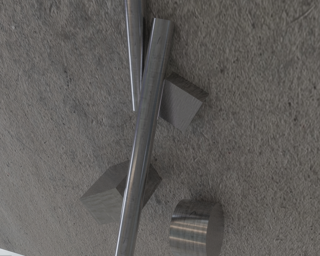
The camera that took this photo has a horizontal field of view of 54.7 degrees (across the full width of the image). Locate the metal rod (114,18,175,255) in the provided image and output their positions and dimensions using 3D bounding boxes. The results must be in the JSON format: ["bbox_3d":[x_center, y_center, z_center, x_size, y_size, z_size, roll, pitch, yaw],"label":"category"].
[{"bbox_3d":[-0.022,0.026,0.371,0.025,0.025,0.298,15,105,19],"label":"metal rod"}]

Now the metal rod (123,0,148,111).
[{"bbox_3d":[-0.028,-0.154,0.326,0.025,0.025,0.298,12,124,21],"label":"metal rod"}]

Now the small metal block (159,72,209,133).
[{"bbox_3d":[0.023,-0.031,0.375,0.050,0.025,0.050,33,129,6],"label":"small metal block"}]

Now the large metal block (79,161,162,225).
[{"bbox_3d":[-0.056,0.091,0.457,0.080,0.080,0.050,-23,106,36],"label":"large metal block"}]

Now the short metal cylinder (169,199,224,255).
[{"bbox_3d":[0.053,0.142,0.431,0.050,0.080,0.080,1,119,28],"label":"short metal cylinder"}]
